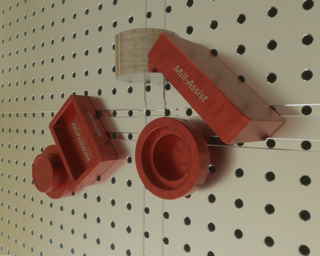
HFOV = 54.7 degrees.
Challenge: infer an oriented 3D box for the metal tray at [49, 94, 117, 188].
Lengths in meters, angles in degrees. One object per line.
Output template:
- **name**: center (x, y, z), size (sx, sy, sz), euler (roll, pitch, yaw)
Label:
- **metal tray**: center (-0.131, 0.021, 0.510), size (0.090, 0.030, 0.130), euler (-44, 64, 31)

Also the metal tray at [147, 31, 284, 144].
- **metal tray**: center (0.056, -0.042, 0.319), size (0.130, 0.091, 0.030), euler (52, 120, 27)

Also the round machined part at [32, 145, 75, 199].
- **round machined part**: center (-0.192, 0.079, 0.553), size (0.098, 0.042, 0.097), euler (0, 90, 39)

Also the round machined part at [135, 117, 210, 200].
- **round machined part**: center (0.019, 0.035, 0.381), size (0.098, 0.042, 0.097), euler (0, 90, 39)

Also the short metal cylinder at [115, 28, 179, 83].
- **short metal cylinder**: center (-0.015, -0.086, 0.384), size (0.080, 0.081, 0.050), euler (-1, 89, 39)
